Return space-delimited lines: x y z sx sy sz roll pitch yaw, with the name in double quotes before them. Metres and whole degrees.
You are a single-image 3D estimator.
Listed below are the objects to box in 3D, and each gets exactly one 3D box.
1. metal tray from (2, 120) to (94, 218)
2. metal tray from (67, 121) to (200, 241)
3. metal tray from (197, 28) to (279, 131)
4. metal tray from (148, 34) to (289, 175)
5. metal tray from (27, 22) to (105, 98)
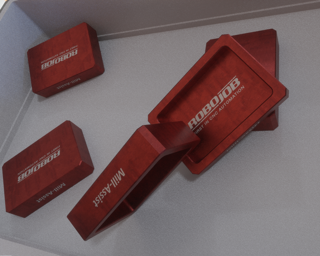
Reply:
"metal tray" -0.167 0.059 0.455 0.130 0.030 0.090 -34 51 6
"metal tray" -0.025 0.051 0.316 0.030 0.090 0.129 47 112 17
"metal tray" 0.099 -0.059 0.387 0.090 0.030 0.130 -3 60 26
"metal tray" 0.059 -0.023 0.339 0.130 0.030 0.090 -46 72 20
"metal tray" -0.168 -0.118 0.546 0.130 0.030 0.090 -19 73 16
